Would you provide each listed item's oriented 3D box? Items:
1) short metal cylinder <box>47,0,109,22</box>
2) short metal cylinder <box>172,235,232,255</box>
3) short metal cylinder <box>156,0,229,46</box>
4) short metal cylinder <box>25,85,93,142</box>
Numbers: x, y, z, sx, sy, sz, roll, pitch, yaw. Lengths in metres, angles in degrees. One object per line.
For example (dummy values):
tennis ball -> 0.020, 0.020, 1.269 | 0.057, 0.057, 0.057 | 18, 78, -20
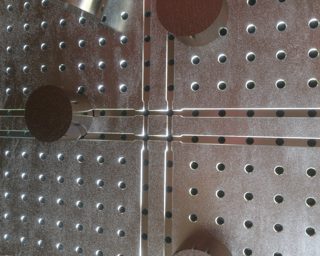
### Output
short metal cylinder -> -0.110, -0.185, 0.422 | 0.080, 0.080, 0.050 | 22, 98, 18
short metal cylinder -> 0.050, 0.181, 0.382 | 0.080, 0.050, 0.079 | 0, 90, 20
short metal cylinder -> 0.042, -0.147, 0.384 | 0.080, 0.050, 0.079 | 0, 90, 20
short metal cylinder -> -0.146, -0.020, 0.451 | 0.080, 0.050, 0.079 | 0, 90, 20
